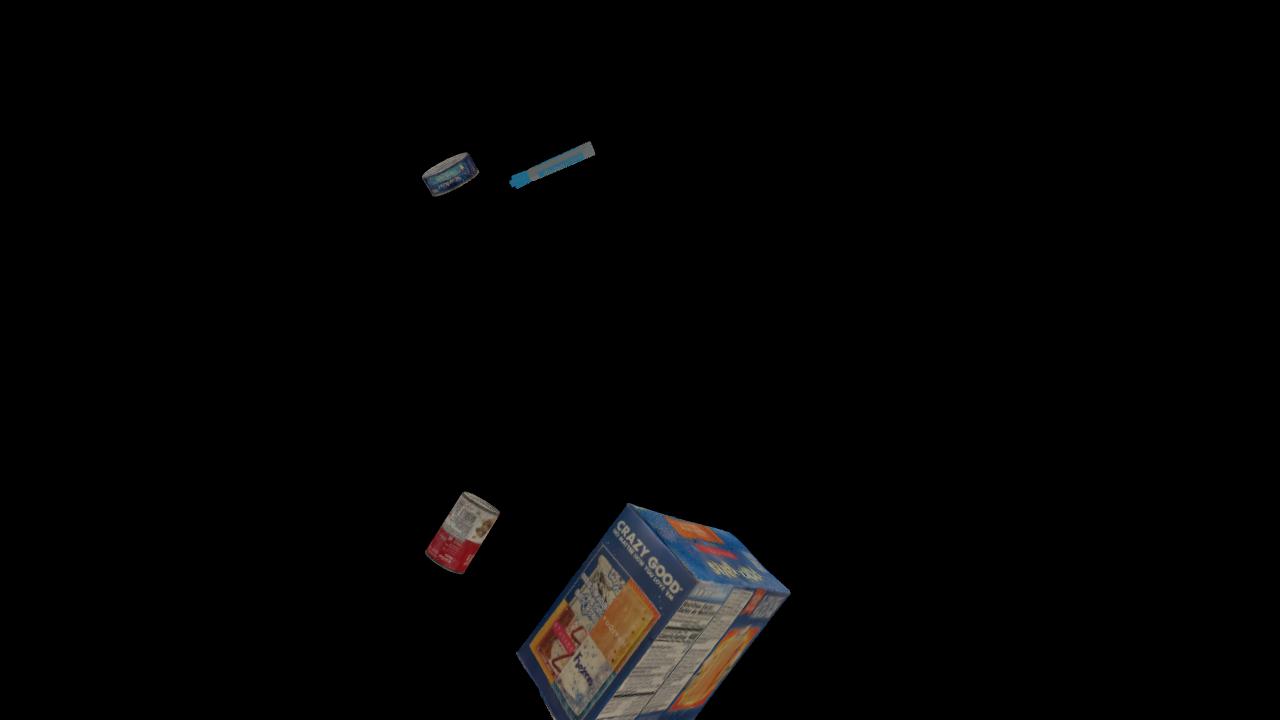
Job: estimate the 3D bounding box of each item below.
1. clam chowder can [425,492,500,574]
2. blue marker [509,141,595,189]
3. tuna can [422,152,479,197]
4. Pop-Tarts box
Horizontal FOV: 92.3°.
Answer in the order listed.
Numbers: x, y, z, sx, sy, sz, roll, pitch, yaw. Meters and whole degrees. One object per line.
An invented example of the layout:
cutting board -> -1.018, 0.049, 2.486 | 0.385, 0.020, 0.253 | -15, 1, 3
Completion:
clam chowder can -> -0.266, 0.259, 0.927 | 0.068, 0.102, 0.068 | 29, -10, 6
blue marker -> -0.118, -0.257, 0.817 | 0.121, 0.020, 0.020 | -21, -3, 9
tuna can -> -0.299, -0.293, 0.970 | 0.084, 0.034, 0.084 | -19, 32, 12
Pop-Tarts box -> 0.018, 0.201, 0.475 | 0.083, 0.141, 0.167 | 39, 5, 39
